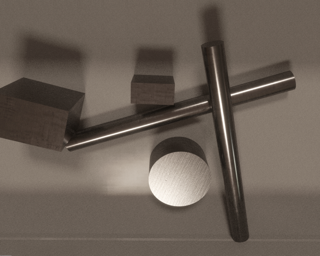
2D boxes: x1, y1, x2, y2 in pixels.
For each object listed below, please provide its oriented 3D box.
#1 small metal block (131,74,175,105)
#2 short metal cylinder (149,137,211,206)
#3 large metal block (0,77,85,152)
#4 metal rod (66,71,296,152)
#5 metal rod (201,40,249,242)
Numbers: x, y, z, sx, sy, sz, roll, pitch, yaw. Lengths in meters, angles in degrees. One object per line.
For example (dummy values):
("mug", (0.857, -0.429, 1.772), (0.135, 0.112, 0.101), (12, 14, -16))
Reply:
("small metal block", (-0.009, -0.048, 0.380), (0.050, 0.050, 0.025), (2, 110, -1))
("short metal cylinder", (0.026, 0.058, 0.420), (0.081, 0.050, 0.079), (0, 110, -1))
("large metal block", (-0.143, -0.019, 0.373), (0.081, 0.080, 0.050), (14, 109, -6))
("metal rod", (0.022, -0.020, 0.404), (0.301, 0.025, 0.025), (-15, 110, 5))
("metal rod", (0.091, 0.036, 0.407), (0.025, 0.025, 0.298), (-12, 117, 4))
